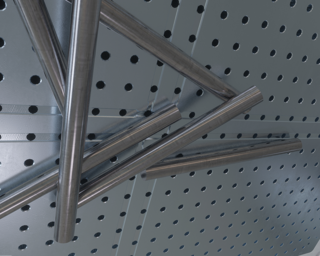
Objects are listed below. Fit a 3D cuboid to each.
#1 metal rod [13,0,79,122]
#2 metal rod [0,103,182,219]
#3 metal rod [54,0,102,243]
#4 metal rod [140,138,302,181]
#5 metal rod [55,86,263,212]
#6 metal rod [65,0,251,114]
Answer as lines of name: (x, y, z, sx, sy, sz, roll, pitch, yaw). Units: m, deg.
metal rod: (-0.121, -0.132, 0.263, 0.025, 0.025, 0.299, -23, 127, -15)
metal rod: (-0.108, 0.049, 0.382, 0.301, 0.025, 0.025, -29, 128, -10)
metal rod: (-0.092, 0.006, 0.330, 0.025, 0.025, 0.298, -1, 119, -28)
metal rod: (0.112, 0.046, 0.499, 0.302, 0.025, 0.025, -7, 122, -25)
metal rod: (0.001, 0.029, 0.410, 0.301, 0.025, 0.025, -30, 129, -2)
metal rod: (0.017, -0.083, 0.368, 0.301, 0.025, 0.025, 25, 105, -37)
